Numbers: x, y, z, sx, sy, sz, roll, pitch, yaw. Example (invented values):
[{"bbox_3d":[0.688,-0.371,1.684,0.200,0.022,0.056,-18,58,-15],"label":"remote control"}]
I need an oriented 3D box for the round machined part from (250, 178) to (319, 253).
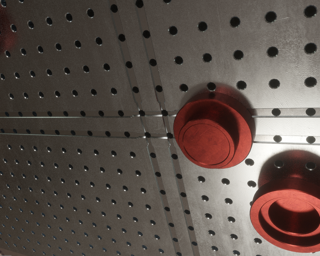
[{"bbox_3d":[0.163,0.100,0.376,0.098,0.042,0.097,13,124,20],"label":"round machined part"}]

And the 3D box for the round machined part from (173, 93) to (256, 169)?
[{"bbox_3d":[0.061,0.010,0.373,0.098,0.042,0.097,13,124,20],"label":"round machined part"}]
